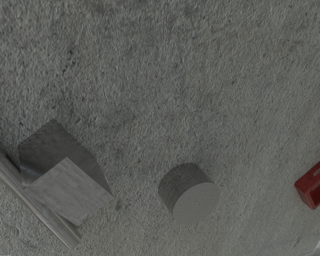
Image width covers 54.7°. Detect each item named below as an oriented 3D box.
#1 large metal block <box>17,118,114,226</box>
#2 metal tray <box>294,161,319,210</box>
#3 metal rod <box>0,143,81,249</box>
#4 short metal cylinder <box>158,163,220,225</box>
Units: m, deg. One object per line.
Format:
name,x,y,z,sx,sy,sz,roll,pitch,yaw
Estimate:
large metal block,-0.105,0.048,0.343,0.050,0.080,0.080,-38,129,-2
metal tray,0.357,0.108,0.665,0.130,0.030,0.090,-41,130,0
metal rod,-0.168,0.050,0.345,0.025,0.025,0.299,-30,129,-9
short metal cylinder,0.045,0.101,0.478,0.081,0.050,0.079,-14,124,-21
